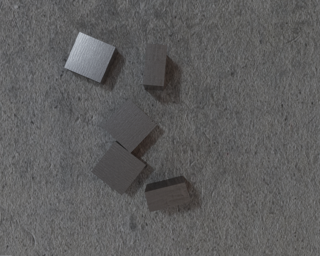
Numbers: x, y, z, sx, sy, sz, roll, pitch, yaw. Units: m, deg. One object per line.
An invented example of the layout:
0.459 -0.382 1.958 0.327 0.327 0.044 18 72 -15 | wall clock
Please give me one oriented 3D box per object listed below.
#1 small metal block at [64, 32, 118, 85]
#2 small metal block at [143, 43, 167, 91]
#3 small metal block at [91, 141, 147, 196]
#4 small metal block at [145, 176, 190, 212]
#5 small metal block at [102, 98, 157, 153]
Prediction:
-0.090 -0.091 0.409 0.050 0.025 0.050 23 90 0 | small metal block
-0.006 -0.076 0.397 0.025 0.050 0.050 5 90 0 | small metal block
-0.053 0.052 0.409 0.050 0.025 0.050 38 90 0 | small metal block
0.009 0.083 0.397 0.050 0.050 0.025 -14 90 0 | small metal block
-0.039 -0.003 0.410 0.050 0.025 0.050 43 90 0 | small metal block
